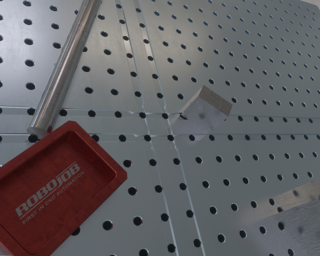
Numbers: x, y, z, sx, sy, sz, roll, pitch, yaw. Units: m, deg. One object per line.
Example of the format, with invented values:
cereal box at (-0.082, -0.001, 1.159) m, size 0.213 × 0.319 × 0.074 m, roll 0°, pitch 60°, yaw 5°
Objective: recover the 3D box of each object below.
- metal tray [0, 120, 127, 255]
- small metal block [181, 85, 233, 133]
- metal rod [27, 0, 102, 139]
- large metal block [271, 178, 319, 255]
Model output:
metal tray at (-0.107, 0.062, 0.309) m, size 0.090 × 0.030 × 0.131 m, roll 45°, pitch 51°, yaw 3°
small metal block at (0.066, -0.026, 0.444) m, size 0.050 × 0.050 × 0.025 m, roll 34°, pitch 51°, yaw -7°
metal rod at (-0.113, -0.117, 0.418) m, size 0.025 × 0.025 × 0.300 m, roll 20°, pitch 54°, yaw -17°
large metal block at (0.216, 0.120, 0.416) m, size 0.080 × 0.080 × 0.050 m, roll 47°, pitch 51°, yaw 4°
